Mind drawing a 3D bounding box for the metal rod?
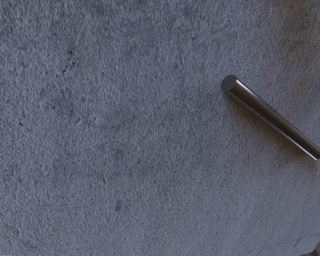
[{"bbox_3d":[0.198,-0.006,0.511,0.301,0.025,0.025,28,103,-38],"label":"metal rod"}]
